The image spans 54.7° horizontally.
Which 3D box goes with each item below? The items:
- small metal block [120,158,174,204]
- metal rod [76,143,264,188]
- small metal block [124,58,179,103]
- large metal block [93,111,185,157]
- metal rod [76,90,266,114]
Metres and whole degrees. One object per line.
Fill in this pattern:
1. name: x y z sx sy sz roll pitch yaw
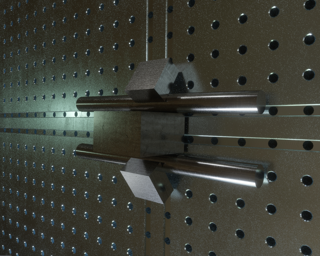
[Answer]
1. small metal block: -0.017 0.068 0.403 0.050 0.025 0.050 4 130 39
2. metal rod: -0.013 0.044 0.415 0.300 0.025 0.025 3 92 39
3. small metal block: -0.010 -0.061 0.398 0.050 0.025 0.050 2 57 39
4. large metal block: -0.026 0.005 0.389 0.080 0.081 0.050 3 92 40
5. metal rod: -0.012 -0.033 0.413 0.300 0.025 0.025 3 92 39
